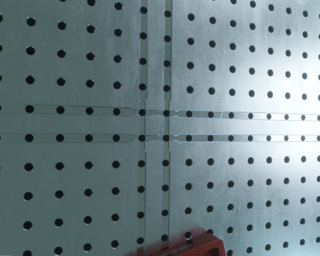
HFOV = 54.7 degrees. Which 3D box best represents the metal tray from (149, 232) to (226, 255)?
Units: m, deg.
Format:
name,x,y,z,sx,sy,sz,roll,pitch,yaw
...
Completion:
name,x,y,z,sx,sy,sz,roll,pitch,yaw
metal tray,0.031,0.210,0.422,0.131,0.030,0.089,-14,95,-20
